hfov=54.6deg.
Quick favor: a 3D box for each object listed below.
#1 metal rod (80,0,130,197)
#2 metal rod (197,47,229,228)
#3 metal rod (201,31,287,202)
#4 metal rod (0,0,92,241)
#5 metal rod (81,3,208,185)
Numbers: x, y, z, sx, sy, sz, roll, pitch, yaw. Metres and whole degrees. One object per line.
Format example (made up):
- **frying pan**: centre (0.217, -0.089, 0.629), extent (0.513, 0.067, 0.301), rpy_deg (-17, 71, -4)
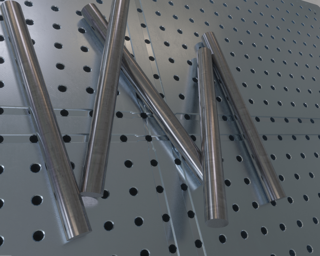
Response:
- **metal rod**: centre (-0.064, -0.065, 0.390), extent (0.025, 0.025, 0.299), rpy_deg (14, 63, -21)
- **metal rod**: centre (0.068, -0.012, 0.428), extent (0.025, 0.025, 0.300), rpy_deg (19, 47, -17)
- **metal rod**: centre (0.125, -0.031, 0.493), extent (0.025, 0.025, 0.299), rpy_deg (-3, 63, -30)
- **metal rod**: centre (-0.135, -0.025, 0.350), extent (0.025, 0.025, 0.299), rpy_deg (-11, 67, -33)
- **metal rod**: centre (-0.021, -0.054, 0.429), extent (0.025, 0.025, 0.299), rpy_deg (-27, 76, -37)
